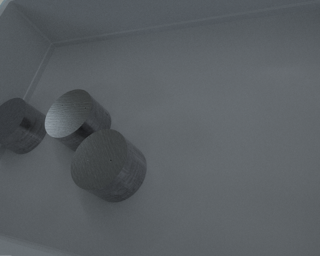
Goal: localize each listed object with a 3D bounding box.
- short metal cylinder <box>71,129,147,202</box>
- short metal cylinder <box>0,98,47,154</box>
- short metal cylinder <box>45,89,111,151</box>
[{"bbox_3d":[-0.064,0.048,0.392,0.080,0.050,0.080,-13,56,20],"label":"short metal cylinder"},{"bbox_3d":[-0.234,-0.003,0.512,0.080,0.050,0.080,-13,56,20],"label":"short metal cylinder"},{"bbox_3d":[-0.120,-0.010,0.457,0.080,0.050,0.080,-13,56,20],"label":"short metal cylinder"}]
